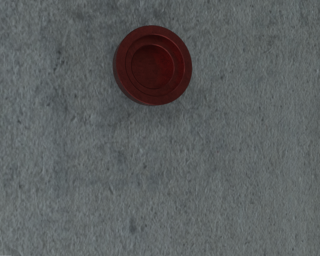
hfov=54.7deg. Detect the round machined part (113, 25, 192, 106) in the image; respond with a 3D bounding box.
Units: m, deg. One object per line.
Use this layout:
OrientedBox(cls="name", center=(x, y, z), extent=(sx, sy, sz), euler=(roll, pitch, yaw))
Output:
OrientedBox(cls="round machined part", center=(-0.012, -0.077, 0.396), extent=(0.099, 0.042, 0.097), euler=(0, 90, -21))
